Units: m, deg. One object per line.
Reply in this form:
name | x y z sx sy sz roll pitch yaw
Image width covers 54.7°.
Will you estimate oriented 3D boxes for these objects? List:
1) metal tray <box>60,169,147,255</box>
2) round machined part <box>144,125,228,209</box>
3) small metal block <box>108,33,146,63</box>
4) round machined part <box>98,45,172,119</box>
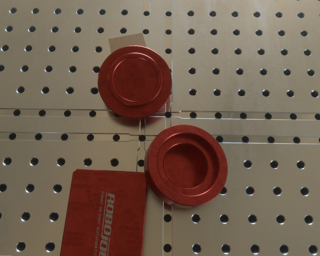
metal tray | -0.063 0.117 0.366 0.091 0.030 0.130 3 70 1
round machined part | 0.028 0.048 0.377 0.099 0.042 0.098 6 67 -14
small metal block | -0.044 -0.106 0.450 0.050 0.025 0.050 -12 70 -5
round machined part | -0.033 -0.061 0.409 0.099 0.042 0.097 0 89 -5
